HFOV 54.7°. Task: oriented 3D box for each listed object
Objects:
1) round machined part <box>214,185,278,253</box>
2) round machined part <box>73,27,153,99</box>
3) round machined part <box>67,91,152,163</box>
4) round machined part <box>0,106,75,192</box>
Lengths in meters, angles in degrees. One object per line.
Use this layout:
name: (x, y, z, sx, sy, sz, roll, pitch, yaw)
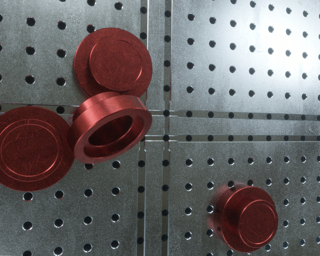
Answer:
round machined part: (0.133, 0.135, 0.455, 0.099, 0.042, 0.097, 0, 90, -21)
round machined part: (-0.056, -0.076, 0.384, 0.099, 0.042, 0.097, 0, 90, -21)
round machined part: (-0.062, -0.005, 0.362, 0.099, 0.098, 0.042, -26, 64, -18)
round machined part: (-0.146, 0.023, 0.350, 0.099, 0.042, 0.097, 0, 90, -21)
